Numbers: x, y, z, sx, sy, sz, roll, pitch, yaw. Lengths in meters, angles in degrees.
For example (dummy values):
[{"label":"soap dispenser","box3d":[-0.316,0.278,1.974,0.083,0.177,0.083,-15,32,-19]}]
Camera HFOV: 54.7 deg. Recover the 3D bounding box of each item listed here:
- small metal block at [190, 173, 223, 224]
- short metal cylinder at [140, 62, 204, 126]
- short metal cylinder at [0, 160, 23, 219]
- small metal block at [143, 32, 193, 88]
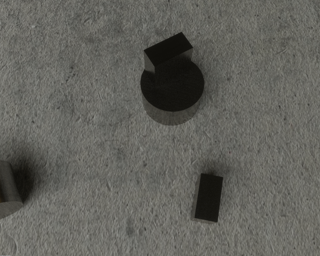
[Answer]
[{"label":"small metal block","box3d":[0.054,0.084,0.364,0.025,0.050,0.050,10,70,4]},{"label":"short metal cylinder","box3d":[0.016,-0.049,0.413,0.081,0.050,0.080,0,70,0]},{"label":"short metal cylinder","box3d":[-0.204,0.077,0.349,0.080,0.080,0.050,-22,72,-8]},{"label":"small metal block","box3d":[0.010,-0.081,0.371,0.050,0.050,0.025,-29,73,-10]}]
